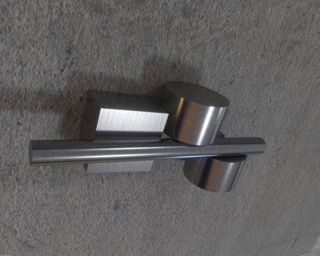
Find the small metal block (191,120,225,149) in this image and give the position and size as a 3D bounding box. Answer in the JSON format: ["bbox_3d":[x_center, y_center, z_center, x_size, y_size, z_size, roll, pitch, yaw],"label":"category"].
[{"bbox_3d":[0.051,0.008,0.425,0.050,0.050,0.025,1,118,-29],"label":"small metal block"}]

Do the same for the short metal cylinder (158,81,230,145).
[{"bbox_3d":[0.039,-0.020,0.384,0.081,0.080,0.050,2,118,-30],"label":"short metal cylinder"}]

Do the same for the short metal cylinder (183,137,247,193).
[{"bbox_3d":[0.078,0.048,0.447,0.081,0.080,0.050,0,119,-29],"label":"short metal cylinder"}]

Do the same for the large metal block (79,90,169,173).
[{"bbox_3d":[-0.046,0.005,0.367,0.081,0.050,0.079,3,117,-30],"label":"large metal block"}]

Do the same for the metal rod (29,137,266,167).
[{"bbox_3d":[0.010,0.024,0.364,0.303,0.025,0.025,0,118,-30],"label":"metal rod"}]
